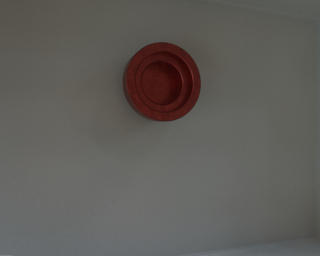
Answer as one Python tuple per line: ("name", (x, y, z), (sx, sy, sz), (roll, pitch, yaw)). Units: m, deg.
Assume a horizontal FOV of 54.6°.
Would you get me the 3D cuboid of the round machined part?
("round machined part", (0.000, -0.057, 0.401), (0.099, 0.042, 0.097), (0, 90, -20))
